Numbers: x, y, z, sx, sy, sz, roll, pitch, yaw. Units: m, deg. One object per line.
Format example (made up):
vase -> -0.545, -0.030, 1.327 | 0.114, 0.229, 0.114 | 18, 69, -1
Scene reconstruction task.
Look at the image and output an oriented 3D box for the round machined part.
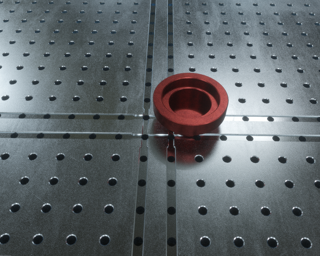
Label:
round machined part -> 0.040, -0.027, 0.420 | 0.099, 0.042, 0.098 | 0, 50, 0
